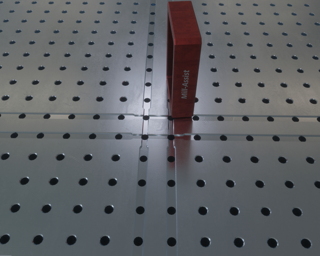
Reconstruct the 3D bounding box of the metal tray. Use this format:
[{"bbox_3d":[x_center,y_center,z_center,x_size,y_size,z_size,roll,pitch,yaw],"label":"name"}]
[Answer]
[{"bbox_3d":[0.028,-0.087,0.413,0.030,0.129,0.090,-3,50,-3],"label":"metal tray"}]
